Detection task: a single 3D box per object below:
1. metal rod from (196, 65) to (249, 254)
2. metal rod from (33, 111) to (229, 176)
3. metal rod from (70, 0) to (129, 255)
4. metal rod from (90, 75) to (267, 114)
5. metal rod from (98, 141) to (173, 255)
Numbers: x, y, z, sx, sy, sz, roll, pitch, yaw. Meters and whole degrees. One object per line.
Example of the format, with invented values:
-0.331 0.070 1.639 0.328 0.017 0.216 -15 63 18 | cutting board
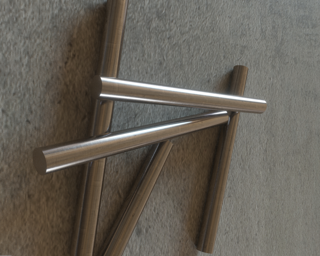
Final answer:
0.102 0.042 0.492 0.025 0.025 0.299 23 76 -38 | metal rod
-0.004 0.006 0.380 0.302 0.025 0.025 -13 99 -46 | metal rod
-0.067 -0.006 0.349 0.025 0.025 0.298 12 83 -40 | metal rod
0.050 -0.039 0.414 0.302 0.025 0.025 1 89 -40 | metal rod
-0.056 0.144 0.359 0.025 0.025 0.300 40 65 -33 | metal rod
